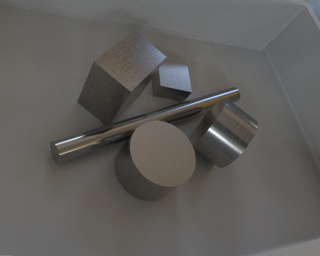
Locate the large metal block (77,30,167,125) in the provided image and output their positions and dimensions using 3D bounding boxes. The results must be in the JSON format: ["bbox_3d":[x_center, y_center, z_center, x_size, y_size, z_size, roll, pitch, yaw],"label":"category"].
[{"bbox_3d":[-0.048,-0.060,0.381,0.050,0.080,0.080,40,51,-2],"label":"large metal block"}]

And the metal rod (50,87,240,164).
[{"bbox_3d":[0.005,-0.014,0.417,0.302,0.025,0.025,-19,72,-36],"label":"metal rod"}]

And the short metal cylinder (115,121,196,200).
[{"bbox_3d":[-0.006,0.038,0.362,0.081,0.050,0.080,14,56,-21],"label":"short metal cylinder"}]

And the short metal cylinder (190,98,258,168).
[{"bbox_3d":[0.082,0.006,0.412,0.050,0.080,0.080,37,51,-4],"label":"short metal cylinder"}]

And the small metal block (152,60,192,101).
[{"bbox_3d":[0.016,-0.071,0.457,0.050,0.025,0.050,8,58,-24],"label":"small metal block"}]
